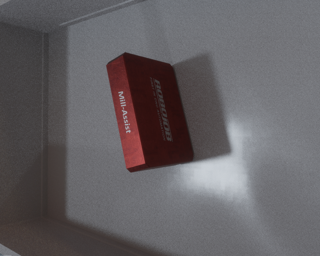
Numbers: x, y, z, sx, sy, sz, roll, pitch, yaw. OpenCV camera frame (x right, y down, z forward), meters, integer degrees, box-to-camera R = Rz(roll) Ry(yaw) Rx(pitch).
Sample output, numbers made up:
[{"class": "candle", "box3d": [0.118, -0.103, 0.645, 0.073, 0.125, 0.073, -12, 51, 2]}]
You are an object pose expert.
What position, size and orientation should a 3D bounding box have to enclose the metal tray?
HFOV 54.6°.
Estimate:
[{"class": "metal tray", "box3d": [-0.010, -0.018, 0.370, 0.030, 0.091, 0.129, -20, 78, 37]}]
